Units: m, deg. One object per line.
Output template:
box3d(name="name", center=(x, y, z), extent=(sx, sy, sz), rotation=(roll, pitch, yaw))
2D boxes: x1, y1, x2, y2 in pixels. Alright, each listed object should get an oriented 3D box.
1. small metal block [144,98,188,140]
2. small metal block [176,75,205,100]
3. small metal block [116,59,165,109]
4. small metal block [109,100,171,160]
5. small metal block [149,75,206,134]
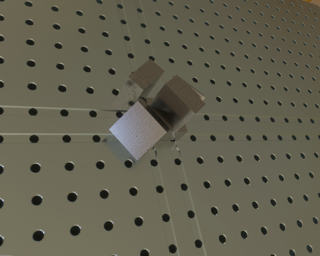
box3d(name="small metal block", center=(0.004, -0.011, 0.416), extent=(0.050, 0.025, 0.050), rotation=(1, 61, -29))
box3d(name="small metal block", center=(0.035, -0.051, 0.440), extent=(0.050, 0.025, 0.050), rotation=(37, 11, -4))
box3d(name="small metal block", center=(-0.027, -0.057, 0.412), extent=(0.025, 0.050, 0.050), rotation=(42, 51, 0))
box3d(name="small metal block", center=(-0.023, 0.002, 0.374), extent=(0.050, 0.050, 0.025), rotation=(47, 14, 5))
box3d(name="small metal block", center=(0.020, -0.029, 0.388), extent=(0.050, 0.050, 0.025), rotation=(46, 50, 3))
